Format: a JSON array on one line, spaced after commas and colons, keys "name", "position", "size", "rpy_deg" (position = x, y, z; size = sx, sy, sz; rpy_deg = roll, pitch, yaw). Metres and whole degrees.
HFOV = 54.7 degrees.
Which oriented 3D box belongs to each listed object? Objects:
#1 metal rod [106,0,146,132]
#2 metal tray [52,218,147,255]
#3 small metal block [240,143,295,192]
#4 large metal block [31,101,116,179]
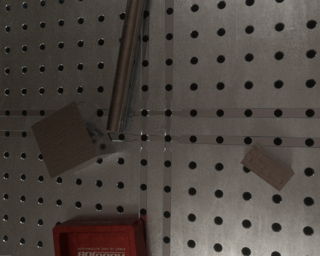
[{"name": "metal rod", "position": [-0.037, -0.143, 0.424], "size": [0.025, 0.025, 0.298], "rpy_deg": [11, 94, 19]}, {"name": "metal tray", "position": [-0.085, 0.179, 0.438], "size": [0.130, 0.030, 0.089], "rpy_deg": [-7, 88, 19]}, {"name": "small metal block", "position": [0.123, 0.043, 0.356], "size": [0.050, 0.050, 0.025], "rpy_deg": [37, 102, 16]}, {"name": "large metal block", "position": [-0.123, 0.017, 0.441], "size": [0.080, 0.050, 0.080], "rpy_deg": [-26, 82, 17]}]
